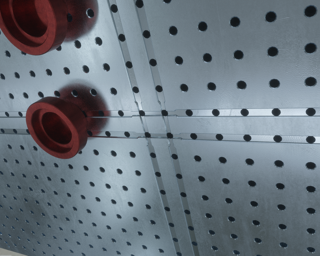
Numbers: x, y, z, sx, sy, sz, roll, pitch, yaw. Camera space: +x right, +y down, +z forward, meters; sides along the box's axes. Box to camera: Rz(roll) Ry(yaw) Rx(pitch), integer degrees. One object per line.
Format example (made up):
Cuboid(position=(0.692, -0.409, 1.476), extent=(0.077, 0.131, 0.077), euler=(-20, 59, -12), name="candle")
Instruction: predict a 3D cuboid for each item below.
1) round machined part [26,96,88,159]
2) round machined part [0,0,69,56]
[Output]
Cuboid(position=(-0.152, -0.004, 0.475), extent=(0.098, 0.042, 0.097), euler=(13, 124, 20), name="round machined part")
Cuboid(position=(-0.157, -0.145, 0.391), extent=(0.098, 0.042, 0.097), euler=(13, 124, 20), name="round machined part")
